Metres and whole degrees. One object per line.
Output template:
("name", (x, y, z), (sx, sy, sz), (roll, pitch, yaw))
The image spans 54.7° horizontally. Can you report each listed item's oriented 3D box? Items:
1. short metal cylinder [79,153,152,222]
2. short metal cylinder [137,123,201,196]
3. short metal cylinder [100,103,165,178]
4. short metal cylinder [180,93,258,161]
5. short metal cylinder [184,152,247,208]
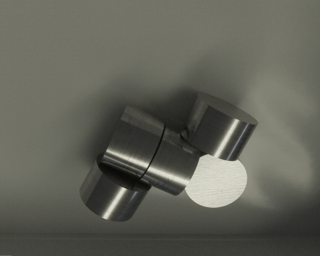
("short metal cylinder", (-0.057, 0.075, 0.407), (0.080, 0.080, 0.050), (28, 108, -10))
("short metal cylinder", (0.011, 0.039, 0.396), (0.050, 0.080, 0.080), (25, 108, -9))
("short metal cylinder", (-0.034, 0.016, 0.386), (0.050, 0.080, 0.080), (24, 108, -9))
("short metal cylinder", (0.071, -0.003, 0.380), (0.080, 0.080, 0.050), (22, 109, -8))
("short metal cylinder", (0.071, 0.059, 0.419), (0.081, 0.050, 0.079), (0, 110, -1))
